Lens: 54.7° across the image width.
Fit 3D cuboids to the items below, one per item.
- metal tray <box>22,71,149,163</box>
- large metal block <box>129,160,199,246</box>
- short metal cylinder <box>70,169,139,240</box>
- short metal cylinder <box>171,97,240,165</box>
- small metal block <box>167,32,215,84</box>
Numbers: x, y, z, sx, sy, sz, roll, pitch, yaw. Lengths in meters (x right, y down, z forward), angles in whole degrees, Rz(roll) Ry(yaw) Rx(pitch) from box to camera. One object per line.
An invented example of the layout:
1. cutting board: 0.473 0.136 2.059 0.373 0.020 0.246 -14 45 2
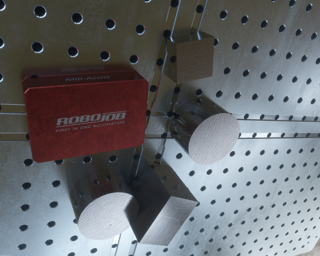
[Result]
1. metal tray: -0.081 -0.015 0.355 0.131 0.030 0.089 -8 122 -24
2. large metal block: -0.005 0.105 0.438 0.050 0.080 0.080 22 107 -36
3. short metal cylinder: -0.075 0.103 0.418 0.081 0.050 0.079 -14 124 -21
4. short metal cylinder: 0.062 0.004 0.431 0.081 0.050 0.079 -14 124 -21
5. small metal block: 0.037 -0.086 0.378 0.050 0.025 0.050 -16 125 -20
